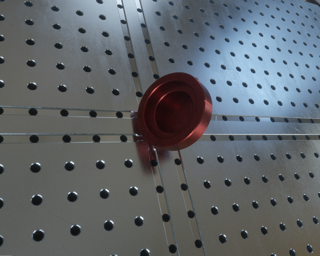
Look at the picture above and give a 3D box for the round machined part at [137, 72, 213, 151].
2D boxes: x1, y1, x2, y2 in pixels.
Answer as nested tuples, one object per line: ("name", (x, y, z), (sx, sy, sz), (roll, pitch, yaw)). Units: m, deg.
("round machined part", (0.022, -0.018, 0.396), (0.042, 0.098, 0.098), (28, 44, -52))
